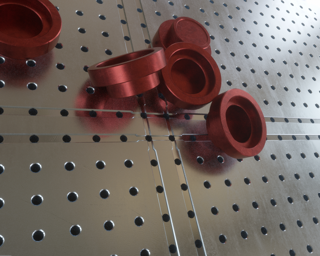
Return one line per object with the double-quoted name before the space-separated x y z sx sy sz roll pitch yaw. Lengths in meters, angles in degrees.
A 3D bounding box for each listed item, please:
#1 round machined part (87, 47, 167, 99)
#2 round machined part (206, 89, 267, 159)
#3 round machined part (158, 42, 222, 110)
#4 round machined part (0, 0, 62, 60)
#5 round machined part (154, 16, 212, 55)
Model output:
"round machined part" -0.038 -0.069 0.395 0.099 0.098 0.042 -32 116 -38
"round machined part" 0.105 -0.004 0.444 0.099 0.042 0.098 12 69 -34
"round machined part" 0.037 -0.072 0.452 0.099 0.042 0.098 8 70 -23
"round machined part" -0.174 -0.123 0.379 0.099 0.042 0.098 13 56 -21
"round machined part" 0.043 -0.142 0.506 0.099 0.042 0.098 14 56 -21
